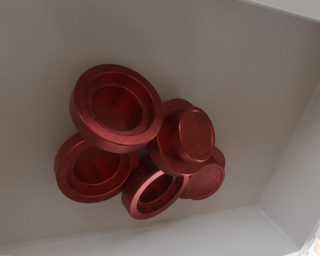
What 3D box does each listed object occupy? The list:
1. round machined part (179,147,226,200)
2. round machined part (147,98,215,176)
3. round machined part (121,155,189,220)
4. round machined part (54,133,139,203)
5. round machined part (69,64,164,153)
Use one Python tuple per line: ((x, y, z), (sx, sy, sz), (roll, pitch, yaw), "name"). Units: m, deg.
((0.060, 0.071, 0.474), (0.099, 0.042, 0.097), (-14, 125, -21), "round machined part")
((0.032, 0.010, 0.385), (0.099, 0.042, 0.098), (14, 70, -43), "round machined part")
((-0.011, 0.074, 0.422), (0.099, 0.042, 0.097), (-26, 139, -25), "round machined part")
((-0.079, 0.040, 0.378), (0.099, 0.042, 0.097), (-14, 125, -21), "round machined part")
((-0.049, -0.017, 0.336), (0.099, 0.098, 0.042), (2, 153, -30), "round machined part")
